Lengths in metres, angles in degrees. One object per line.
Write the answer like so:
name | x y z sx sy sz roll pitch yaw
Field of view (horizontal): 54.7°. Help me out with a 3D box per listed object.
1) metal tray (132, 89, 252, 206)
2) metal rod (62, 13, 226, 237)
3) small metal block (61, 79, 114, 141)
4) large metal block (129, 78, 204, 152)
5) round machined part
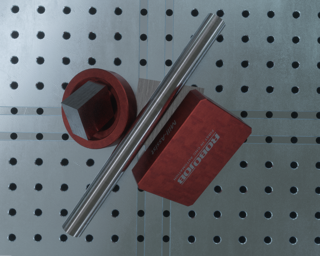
metal tray | 0.038 0.029 0.378 0.090 0.030 0.129 28 105 -32
metal rod | -0.018 -0.004 0.363 0.025 0.025 0.299 35 90 -1
small metal block | -0.085 -0.022 0.372 0.025 0.050 0.050 22 51 25
large metal block | 0.008 -0.015 0.401 0.081 0.050 0.080 9 90 -1
round machined part | -0.072 -0.024 0.391 0.098 0.042 0.097 1 93 25
